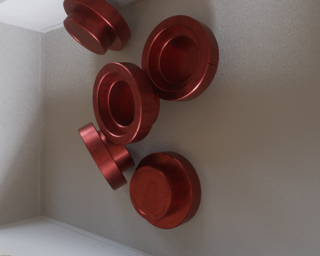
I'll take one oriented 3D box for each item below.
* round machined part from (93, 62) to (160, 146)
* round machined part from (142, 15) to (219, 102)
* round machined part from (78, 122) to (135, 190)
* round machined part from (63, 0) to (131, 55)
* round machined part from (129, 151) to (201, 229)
[{"bbox_3d":[-0.038,-0.030,0.376,0.098,0.042,0.097,12,107,46],"label":"round machined part"},{"bbox_3d":[0.028,-0.080,0.371,0.098,0.042,0.097,0,90,39],"label":"round machined part"},{"bbox_3d":[-0.069,0.033,0.428,0.042,0.098,0.098,-31,64,-10],"label":"round machined part"},{"bbox_3d":[-0.093,-0.139,0.429,0.098,0.098,0.042,23,74,37],"label":"round machined part"},{"bbox_3d":[0.000,0.080,0.394,0.098,0.042,0.097,0,90,39],"label":"round machined part"}]
